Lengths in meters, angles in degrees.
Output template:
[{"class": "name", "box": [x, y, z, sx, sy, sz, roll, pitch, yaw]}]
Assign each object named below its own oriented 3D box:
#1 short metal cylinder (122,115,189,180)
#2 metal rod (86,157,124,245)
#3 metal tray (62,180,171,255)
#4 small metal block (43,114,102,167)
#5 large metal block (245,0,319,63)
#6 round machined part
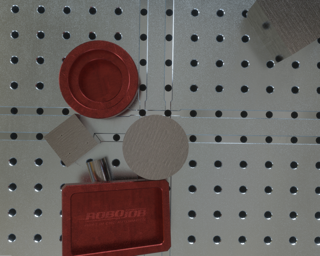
[{"class": "short metal cylinder", "box": [-0.005, 0.023, 0.401, 0.081, 0.050, 0.079, 0, 90, -1]}, {"class": "metal rod", "box": [-0.045, 0.186, 0.412, 0.025, 0.025, 0.298, -16, 90, 0]}, {"class": "metal tray", "box": [-0.054, 0.112, 0.386, 0.131, 0.030, 0.089, 0, 85, -19]}, {"class": "small metal block", "box": [-0.115, 0.016, 0.412, 0.050, 0.025, 0.050, -38, 91, 0]}, {"class": "large metal block", "box": [0.173, -0.144, 0.403, 0.080, 0.050, 0.080, -33, 90, 0]}, {"class": "round machined part", "box": [-0.076, -0.060, 0.404, 0.099, 0.042, 0.097, 0, 90, -1]}]
